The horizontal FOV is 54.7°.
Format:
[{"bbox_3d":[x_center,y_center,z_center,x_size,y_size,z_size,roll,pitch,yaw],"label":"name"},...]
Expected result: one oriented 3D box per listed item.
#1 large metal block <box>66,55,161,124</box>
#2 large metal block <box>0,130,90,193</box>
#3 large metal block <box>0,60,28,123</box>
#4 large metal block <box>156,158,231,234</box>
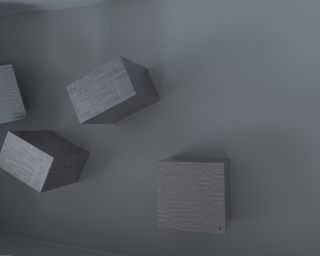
[{"bbox_3d":[-0.057,-0.044,0.401,0.080,0.080,0.050,-26,82,18],"label":"large metal block"},{"bbox_3d":[-0.162,0.043,0.439,0.080,0.080,0.050,26,99,18],"label":"large metal block"},{"bbox_3d":[-0.245,-0.050,0.451,0.081,0.050,0.079,-13,112,-16],"label":"large metal block"},{"bbox_3d":[0.043,0.079,0.382,0.080,0.050,0.080,-1,90,20],"label":"large metal block"}]
